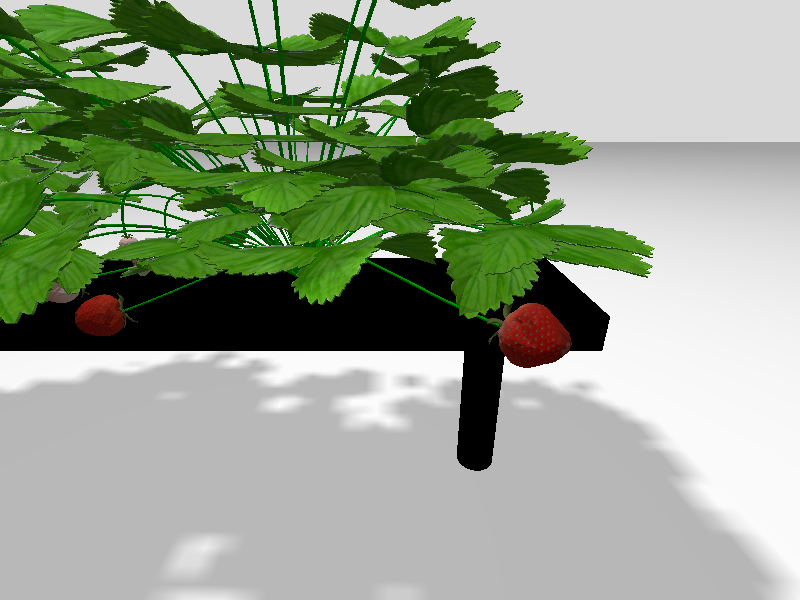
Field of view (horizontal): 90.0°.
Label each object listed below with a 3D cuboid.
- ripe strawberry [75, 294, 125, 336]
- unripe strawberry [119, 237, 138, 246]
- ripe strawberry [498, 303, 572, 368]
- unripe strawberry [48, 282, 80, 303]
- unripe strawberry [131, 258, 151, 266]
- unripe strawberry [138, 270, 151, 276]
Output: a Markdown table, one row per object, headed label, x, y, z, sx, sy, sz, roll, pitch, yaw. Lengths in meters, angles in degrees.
| label | x | y | z | sx | sy | sz | roll | pitch | yaw |
| --- | --- | --- | --- | --- | --- | --- | --- | --- | --- |
| ripe strawberry | -0.201 | 0.011 | 0.268 | 0.027 | 0.028 | 0.024 | -22 | 32 | -40 |
| unripe strawberry | -0.302 | -0.060 | 0.448 | 0.019 | 0.020 | 0.018 | 9 | 25 | 20 |
| ripe strawberry | 0.078 | 0.022 | 0.231 | 0.038 | 0.037 | 0.041 | 20 | 30 | 37 |
| unripe strawberry | -0.276 | -0.015 | 0.317 | 0.038 | 0.037 | 0.042 | -7 | 24 | -14 |
| unripe strawberry | -0.262 | -0.041 | 0.404 | 0.019 | 0.019 | 0.018 | -41 | 9 | 25 |
| unripe strawberry | -0.246 | -0.030 | 0.383 | 0.013 | 0.015 | 0.015 | 17 | 24 | -2 |
